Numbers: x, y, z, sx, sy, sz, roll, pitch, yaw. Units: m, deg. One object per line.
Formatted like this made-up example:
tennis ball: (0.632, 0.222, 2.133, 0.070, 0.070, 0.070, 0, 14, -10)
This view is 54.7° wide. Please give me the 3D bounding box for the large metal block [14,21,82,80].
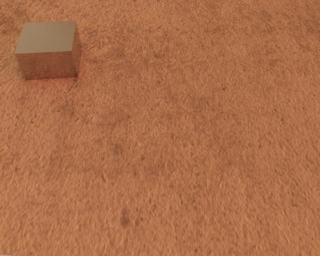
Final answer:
large metal block: (-0.171, -0.123, 0.488, 0.081, 0.050, 0.080, -4, 50, -4)
